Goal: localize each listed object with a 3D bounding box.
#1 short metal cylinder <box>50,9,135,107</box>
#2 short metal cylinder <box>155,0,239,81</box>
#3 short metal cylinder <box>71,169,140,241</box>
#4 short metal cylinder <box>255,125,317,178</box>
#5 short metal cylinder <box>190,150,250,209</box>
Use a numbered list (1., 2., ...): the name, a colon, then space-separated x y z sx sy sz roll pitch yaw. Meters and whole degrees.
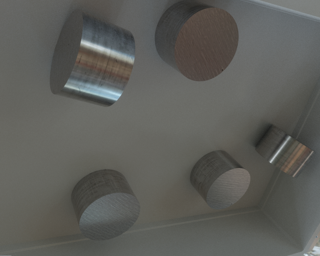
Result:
1. short metal cylinder: -0.066 -0.065 0.297 0.050 0.080 0.080 14 111 -34
2. short metal cylinder: 0.041 -0.100 0.353 0.081 0.050 0.079 -14 124 -21
3. short metal cylinder: -0.073 0.103 0.416 0.081 0.050 0.079 -14 124 -21
4. short metal cylinder: 0.205 0.037 0.508 0.080 0.080 0.050 23 106 -37
5. short metal cylinder: 0.096 0.083 0.496 0.081 0.050 0.079 -14 124 -21
